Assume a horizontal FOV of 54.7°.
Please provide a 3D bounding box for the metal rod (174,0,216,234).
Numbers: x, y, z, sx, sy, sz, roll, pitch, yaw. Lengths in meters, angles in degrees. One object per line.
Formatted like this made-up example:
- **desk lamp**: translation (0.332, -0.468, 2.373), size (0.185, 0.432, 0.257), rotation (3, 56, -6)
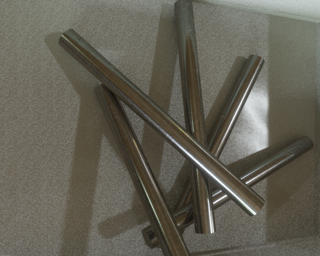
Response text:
- **metal rod**: translation (0.043, -0.022, 0.396), size (0.025, 0.025, 0.298), rotation (-1, 79, -20)

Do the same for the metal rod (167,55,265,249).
- **metal rod**: translation (0.076, 0.028, 0.438), size (0.025, 0.025, 0.299), rotation (31, 80, -18)

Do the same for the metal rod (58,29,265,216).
- **metal rod**: translation (0.000, -0.008, 0.363), size (0.300, 0.025, 0.025), rotation (42, 76, 3)

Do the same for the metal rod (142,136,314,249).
- **metal rod**: translation (0.110, 0.078, 0.432), size (0.302, 0.025, 0.025), rotation (-23, 98, -25)

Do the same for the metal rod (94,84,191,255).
- **metal rod**: translation (-0.008, 0.078, 0.338), size (0.025, 0.025, 0.299), rotation (-19, 70, -19)
